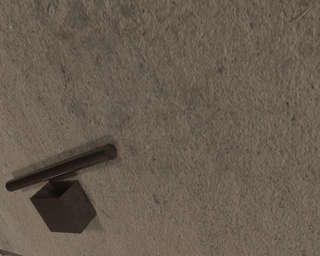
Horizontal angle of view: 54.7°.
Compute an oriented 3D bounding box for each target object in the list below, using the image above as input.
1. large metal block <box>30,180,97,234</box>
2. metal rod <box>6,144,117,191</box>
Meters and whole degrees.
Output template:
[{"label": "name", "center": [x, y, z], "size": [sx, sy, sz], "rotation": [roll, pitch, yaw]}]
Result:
[{"label": "large metal block", "center": [-0.177, 0.145, 0.571], "size": [0.080, 0.050, 0.080], "rotation": [-9, 114, 32]}, {"label": "metal rod", "center": [-0.190, 0.077, 0.551], "size": [0.300, 0.025, 0.025], "rotation": [-20, 108, 35]}]
